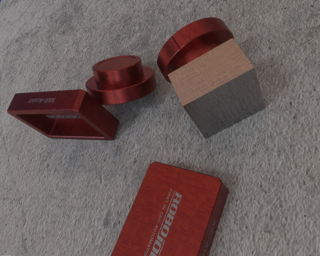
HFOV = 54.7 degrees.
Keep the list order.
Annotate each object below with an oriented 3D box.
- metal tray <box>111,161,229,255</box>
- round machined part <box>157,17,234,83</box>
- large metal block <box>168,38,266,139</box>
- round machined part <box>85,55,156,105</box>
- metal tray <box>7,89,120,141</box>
[{"bbox_3d":[0.009,0.108,0.329,0.090,0.030,0.130,11,67,32],"label":"metal tray"},{"bbox_3d":[0.050,-0.085,0.386,0.098,0.098,0.042,-31,70,8],"label":"round machined part"},{"bbox_3d":[0.067,-0.042,0.358,0.080,0.080,0.050,-29,54,10],"label":"large metal block"},{"bbox_3d":[-0.057,-0.073,0.437,0.099,0.042,0.098,-7,28,4],"label":"round machined part"},{"bbox_3d":[-0.136,-0.016,0.440,0.130,0.090,0.030,0,63,28],"label":"metal tray"}]
